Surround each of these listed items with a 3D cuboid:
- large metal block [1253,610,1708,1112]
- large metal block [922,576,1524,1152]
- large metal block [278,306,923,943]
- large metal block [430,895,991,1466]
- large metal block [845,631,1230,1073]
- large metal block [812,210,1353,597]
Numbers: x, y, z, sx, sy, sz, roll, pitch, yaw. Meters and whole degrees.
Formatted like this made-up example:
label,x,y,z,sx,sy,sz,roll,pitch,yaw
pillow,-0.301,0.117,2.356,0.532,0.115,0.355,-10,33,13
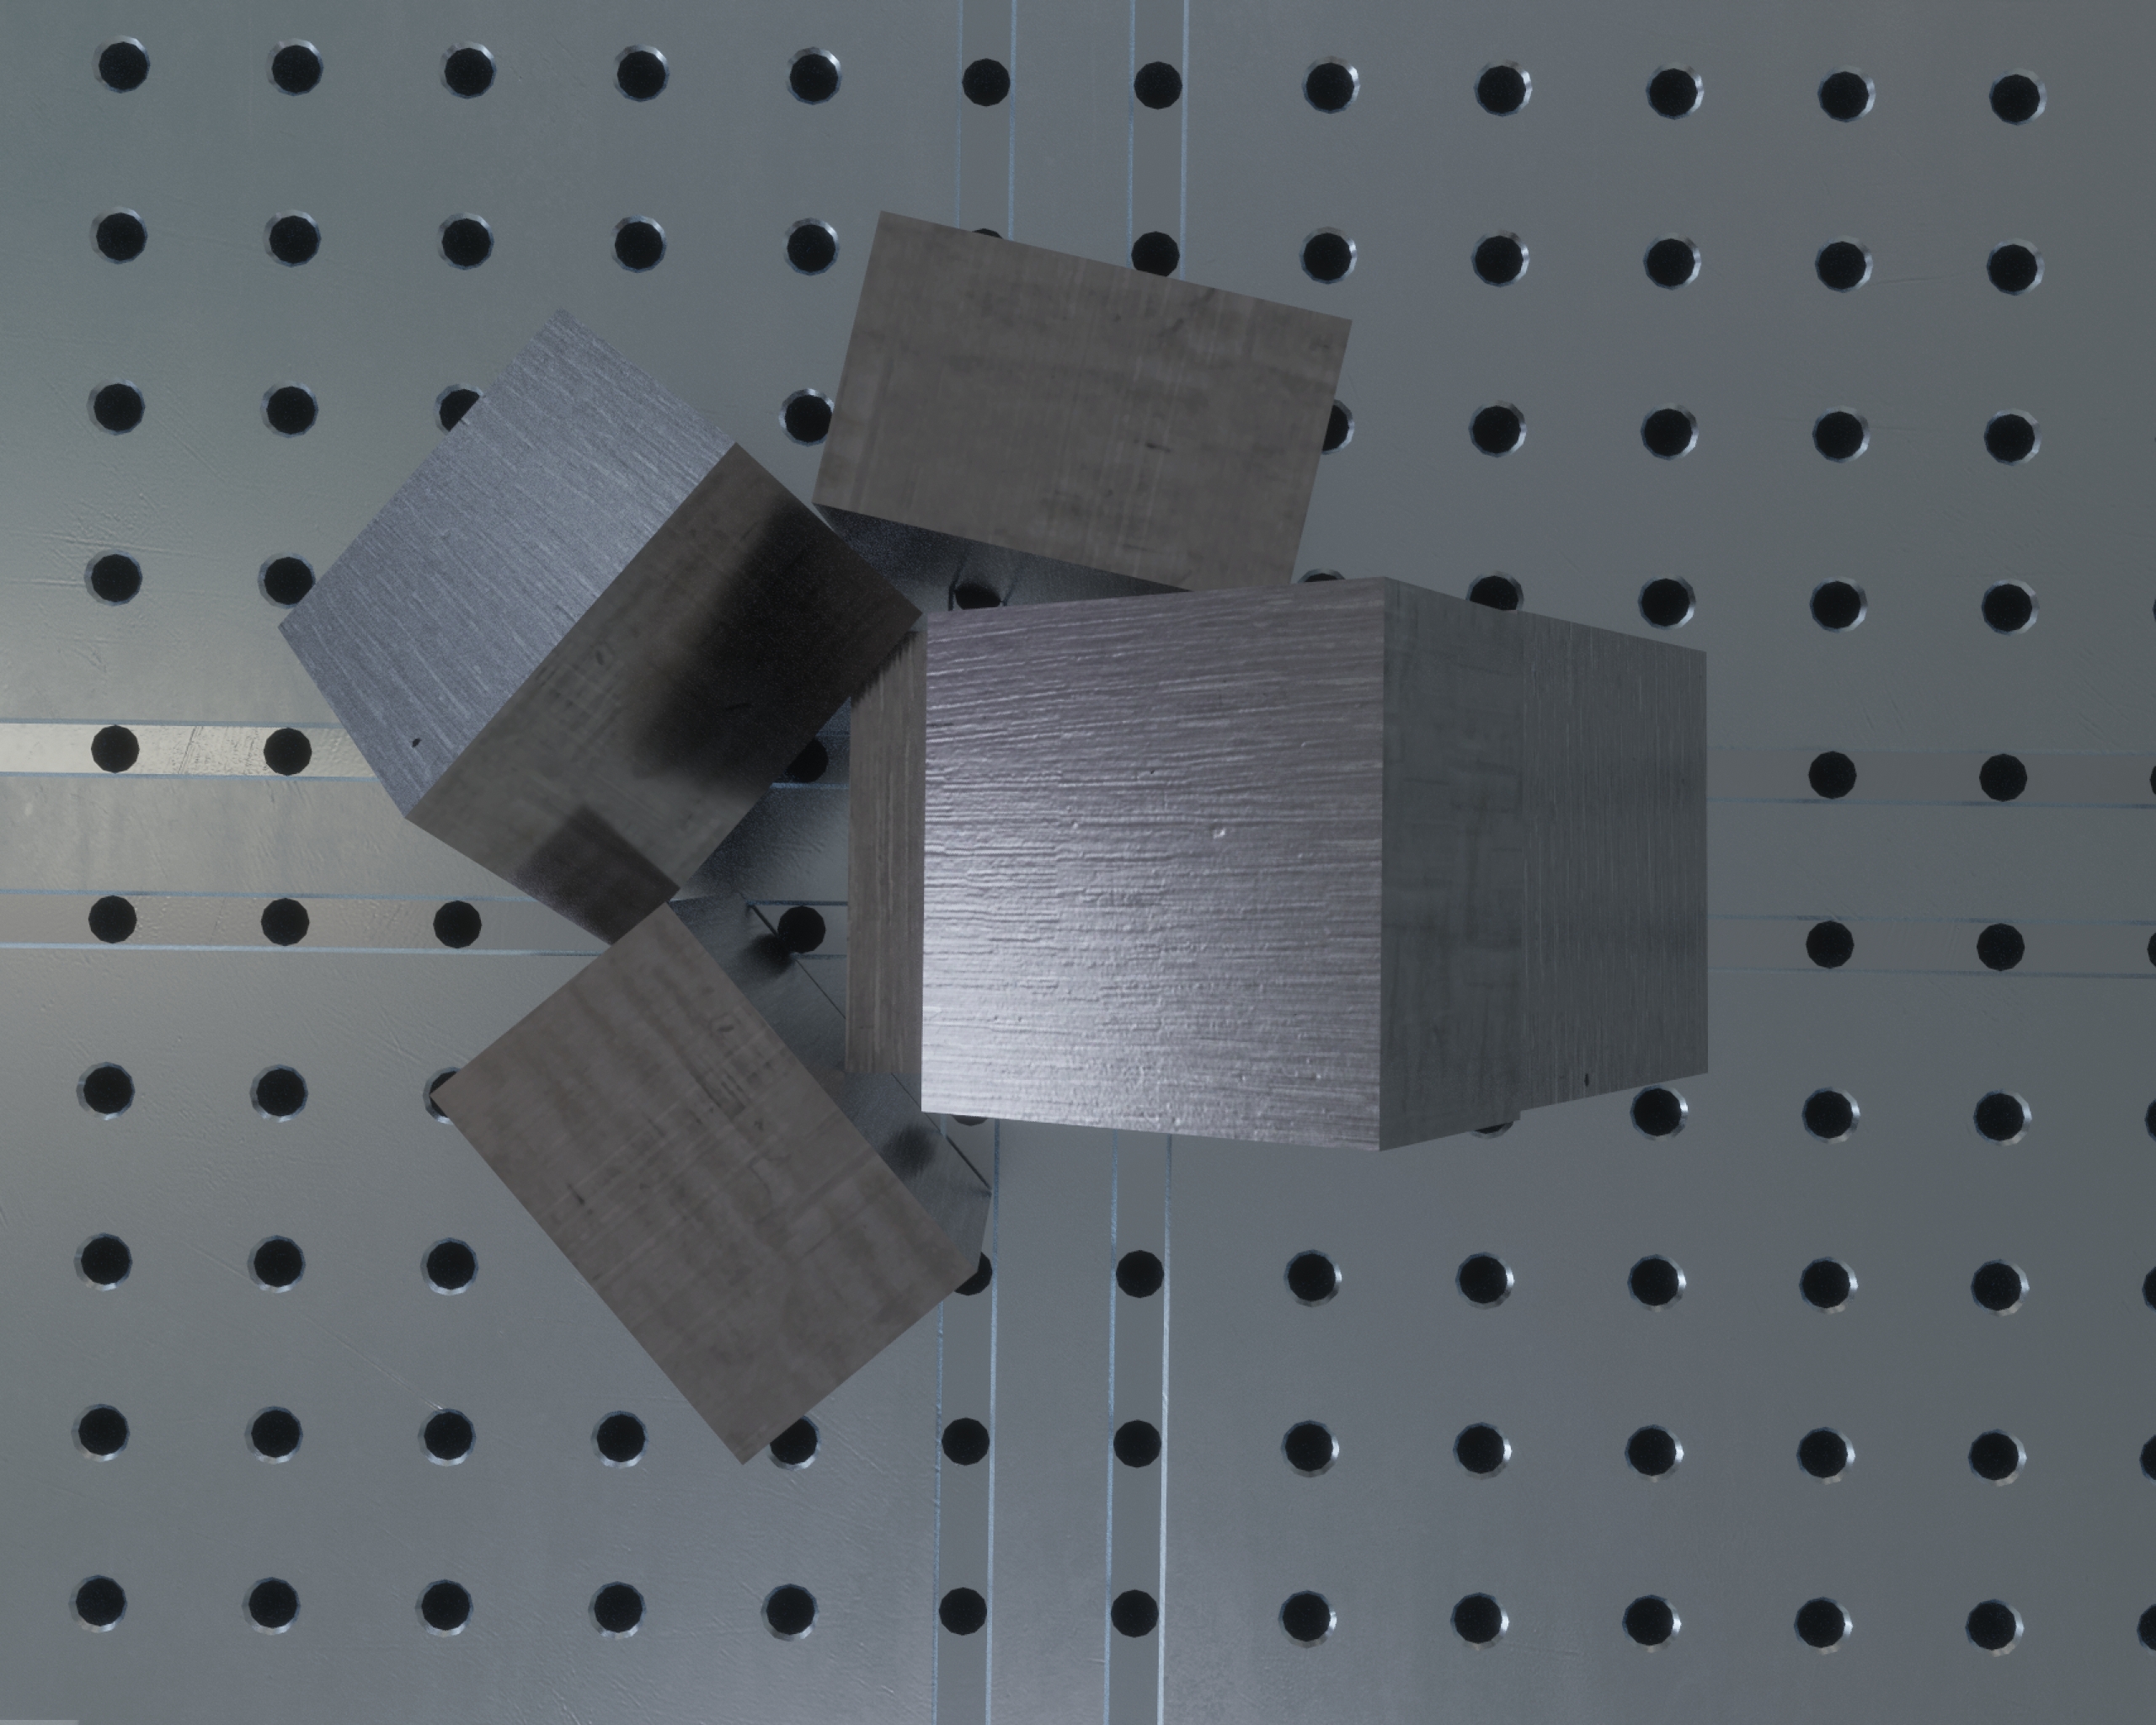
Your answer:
label,x,y,z,sx,sy,sz,roll,pitch,yaw
large metal block,0.075,0.000,0.378,0.050,0.080,0.080,0,89,38
large metal block,0.023,0.000,0.332,0.080,0.050,0.080,0,89,34
large metal block,-0.088,-0.044,0.379,0.080,0.080,0.050,-49,134,0
large metal block,-0.062,0.053,0.384,0.050,0.080,0.080,-40,91,0
large metal block,-0.001,-0.002,0.401,0.080,0.050,0.080,1,90,0
large metal block,0.001,-0.075,0.386,0.080,0.080,0.050,13,90,0
